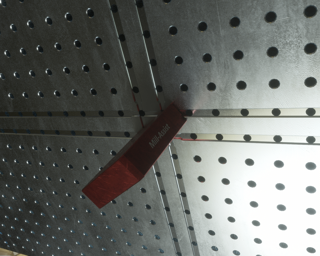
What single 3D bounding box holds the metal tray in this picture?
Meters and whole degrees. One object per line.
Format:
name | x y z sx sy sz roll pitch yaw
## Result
metal tray | -0.027 0.030 0.375 0.030 0.131 0.090 47 129 -4
